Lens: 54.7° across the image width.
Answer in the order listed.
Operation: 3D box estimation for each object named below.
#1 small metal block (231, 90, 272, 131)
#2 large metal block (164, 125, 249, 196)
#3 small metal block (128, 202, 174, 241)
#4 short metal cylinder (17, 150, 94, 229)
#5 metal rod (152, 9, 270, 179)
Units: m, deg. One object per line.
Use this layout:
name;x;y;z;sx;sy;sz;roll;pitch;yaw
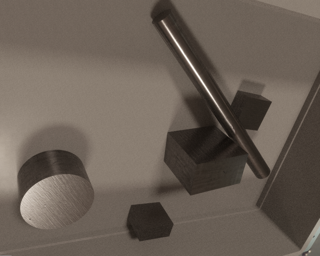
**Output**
small metal block;0.133;-0.026;0.468;0.050;0.025;0.050;6;115;-32
large metal block;0.061;0.042;0.434;0.081;0.080;0.050;-8;122;-25
small metal block;-0.015;0.142;0.474;0.050;0.050;0.025;2;118;-30
short metal cylinder;-0.125;0.073;0.370;0.081;0.050;0.079;-14;125;-21
metal rod;0.083;-0.025;0.417;0.025;0.025;0.300;-41;123;-1
